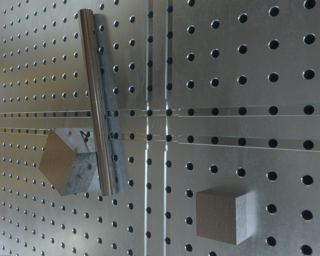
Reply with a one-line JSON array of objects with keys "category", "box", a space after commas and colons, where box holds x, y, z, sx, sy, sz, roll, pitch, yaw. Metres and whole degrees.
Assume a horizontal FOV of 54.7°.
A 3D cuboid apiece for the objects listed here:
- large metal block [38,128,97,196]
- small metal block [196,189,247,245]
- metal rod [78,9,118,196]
[{"category": "large metal block", "box": [-0.152, 0.054, 0.518, 0.080, 0.050, 0.079, 35, 112, 34]}, {"category": "small metal block", "box": [0.069, 0.099, 0.352, 0.050, 0.025, 0.050, -1, 89, 40]}, {"category": "metal rod", "box": [-0.100, -0.044, 0.491, 0.025, 0.025, 0.298, -15, 81, 39]}]
